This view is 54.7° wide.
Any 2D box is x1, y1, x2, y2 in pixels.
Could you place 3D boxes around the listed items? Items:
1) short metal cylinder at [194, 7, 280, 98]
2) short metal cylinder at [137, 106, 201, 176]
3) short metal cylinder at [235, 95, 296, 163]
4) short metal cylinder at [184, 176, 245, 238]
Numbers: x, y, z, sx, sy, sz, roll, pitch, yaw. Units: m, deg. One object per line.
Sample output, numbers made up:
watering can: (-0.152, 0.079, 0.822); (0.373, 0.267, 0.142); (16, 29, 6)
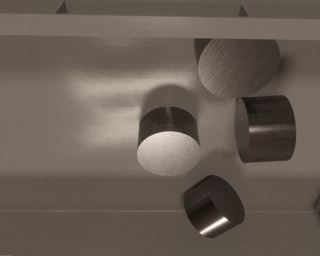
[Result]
short metal cylinder: (0.078, -0.078, 0.327); (0.081, 0.050, 0.079); (0, 130, 0)
short metal cylinder: (0.011, 0.018, 0.409); (0.081, 0.050, 0.079); (0, 130, 0)
short metal cylinder: (0.124, 0.001, 0.376); (0.050, 0.080, 0.079); (-4, 130, 3)
short metal cylinder: (0.084, 0.121, 0.478); (0.080, 0.080, 0.050); (32, 123, -25)
